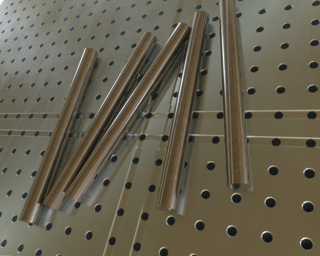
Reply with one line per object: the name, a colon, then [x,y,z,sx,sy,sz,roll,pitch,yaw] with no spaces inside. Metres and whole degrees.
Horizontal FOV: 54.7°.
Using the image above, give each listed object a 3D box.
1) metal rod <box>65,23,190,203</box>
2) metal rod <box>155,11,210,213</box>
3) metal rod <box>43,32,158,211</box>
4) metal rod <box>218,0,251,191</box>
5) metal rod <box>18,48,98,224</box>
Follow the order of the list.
metal rod: [-0.038,-0.031,0.445,0.025,0.025,0.300,22,73,35]
metal rod: [0.035,-0.040,0.413,0.025,0.025,0.299,-2,61,27]
metal rod: [-0.081,-0.021,0.461,0.025,0.025,0.300,15,69,34]
metal rod: [0.092,-0.067,0.400,0.025,0.025,0.299,-10,57,23]
metal rod: [-0.151,-0.003,0.487,0.025,0.025,0.299,-2,61,27]
